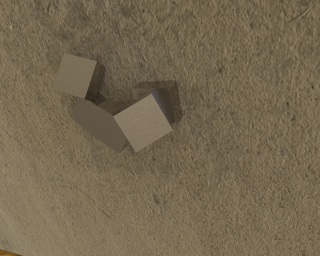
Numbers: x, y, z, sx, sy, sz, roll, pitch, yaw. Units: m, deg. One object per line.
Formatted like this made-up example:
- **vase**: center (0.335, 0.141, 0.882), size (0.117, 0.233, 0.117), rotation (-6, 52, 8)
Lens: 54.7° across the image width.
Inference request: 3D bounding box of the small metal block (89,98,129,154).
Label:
- **small metal block**: center (-0.059, -0.003, 0.403), size (0.050, 0.025, 0.050), rotation (33, 129, 6)

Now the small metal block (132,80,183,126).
- **small metal block**: center (-0.002, -0.031, 0.389), size (0.050, 0.025, 0.050), rotation (2, 120, 27)

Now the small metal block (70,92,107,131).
- **small metal block**: center (-0.094, -0.022, 0.442), size (0.050, 0.025, 0.050), rotation (39, 129, 1)

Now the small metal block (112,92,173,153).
- **small metal block**: center (-0.021, -0.007, 0.365), size (0.050, 0.025, 0.050), rotation (-31, 105, -3)

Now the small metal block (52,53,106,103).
- **small metal block**: center (-0.106, -0.066, 0.406), size (0.050, 0.025, 0.050), rotation (17, 89, 17)
